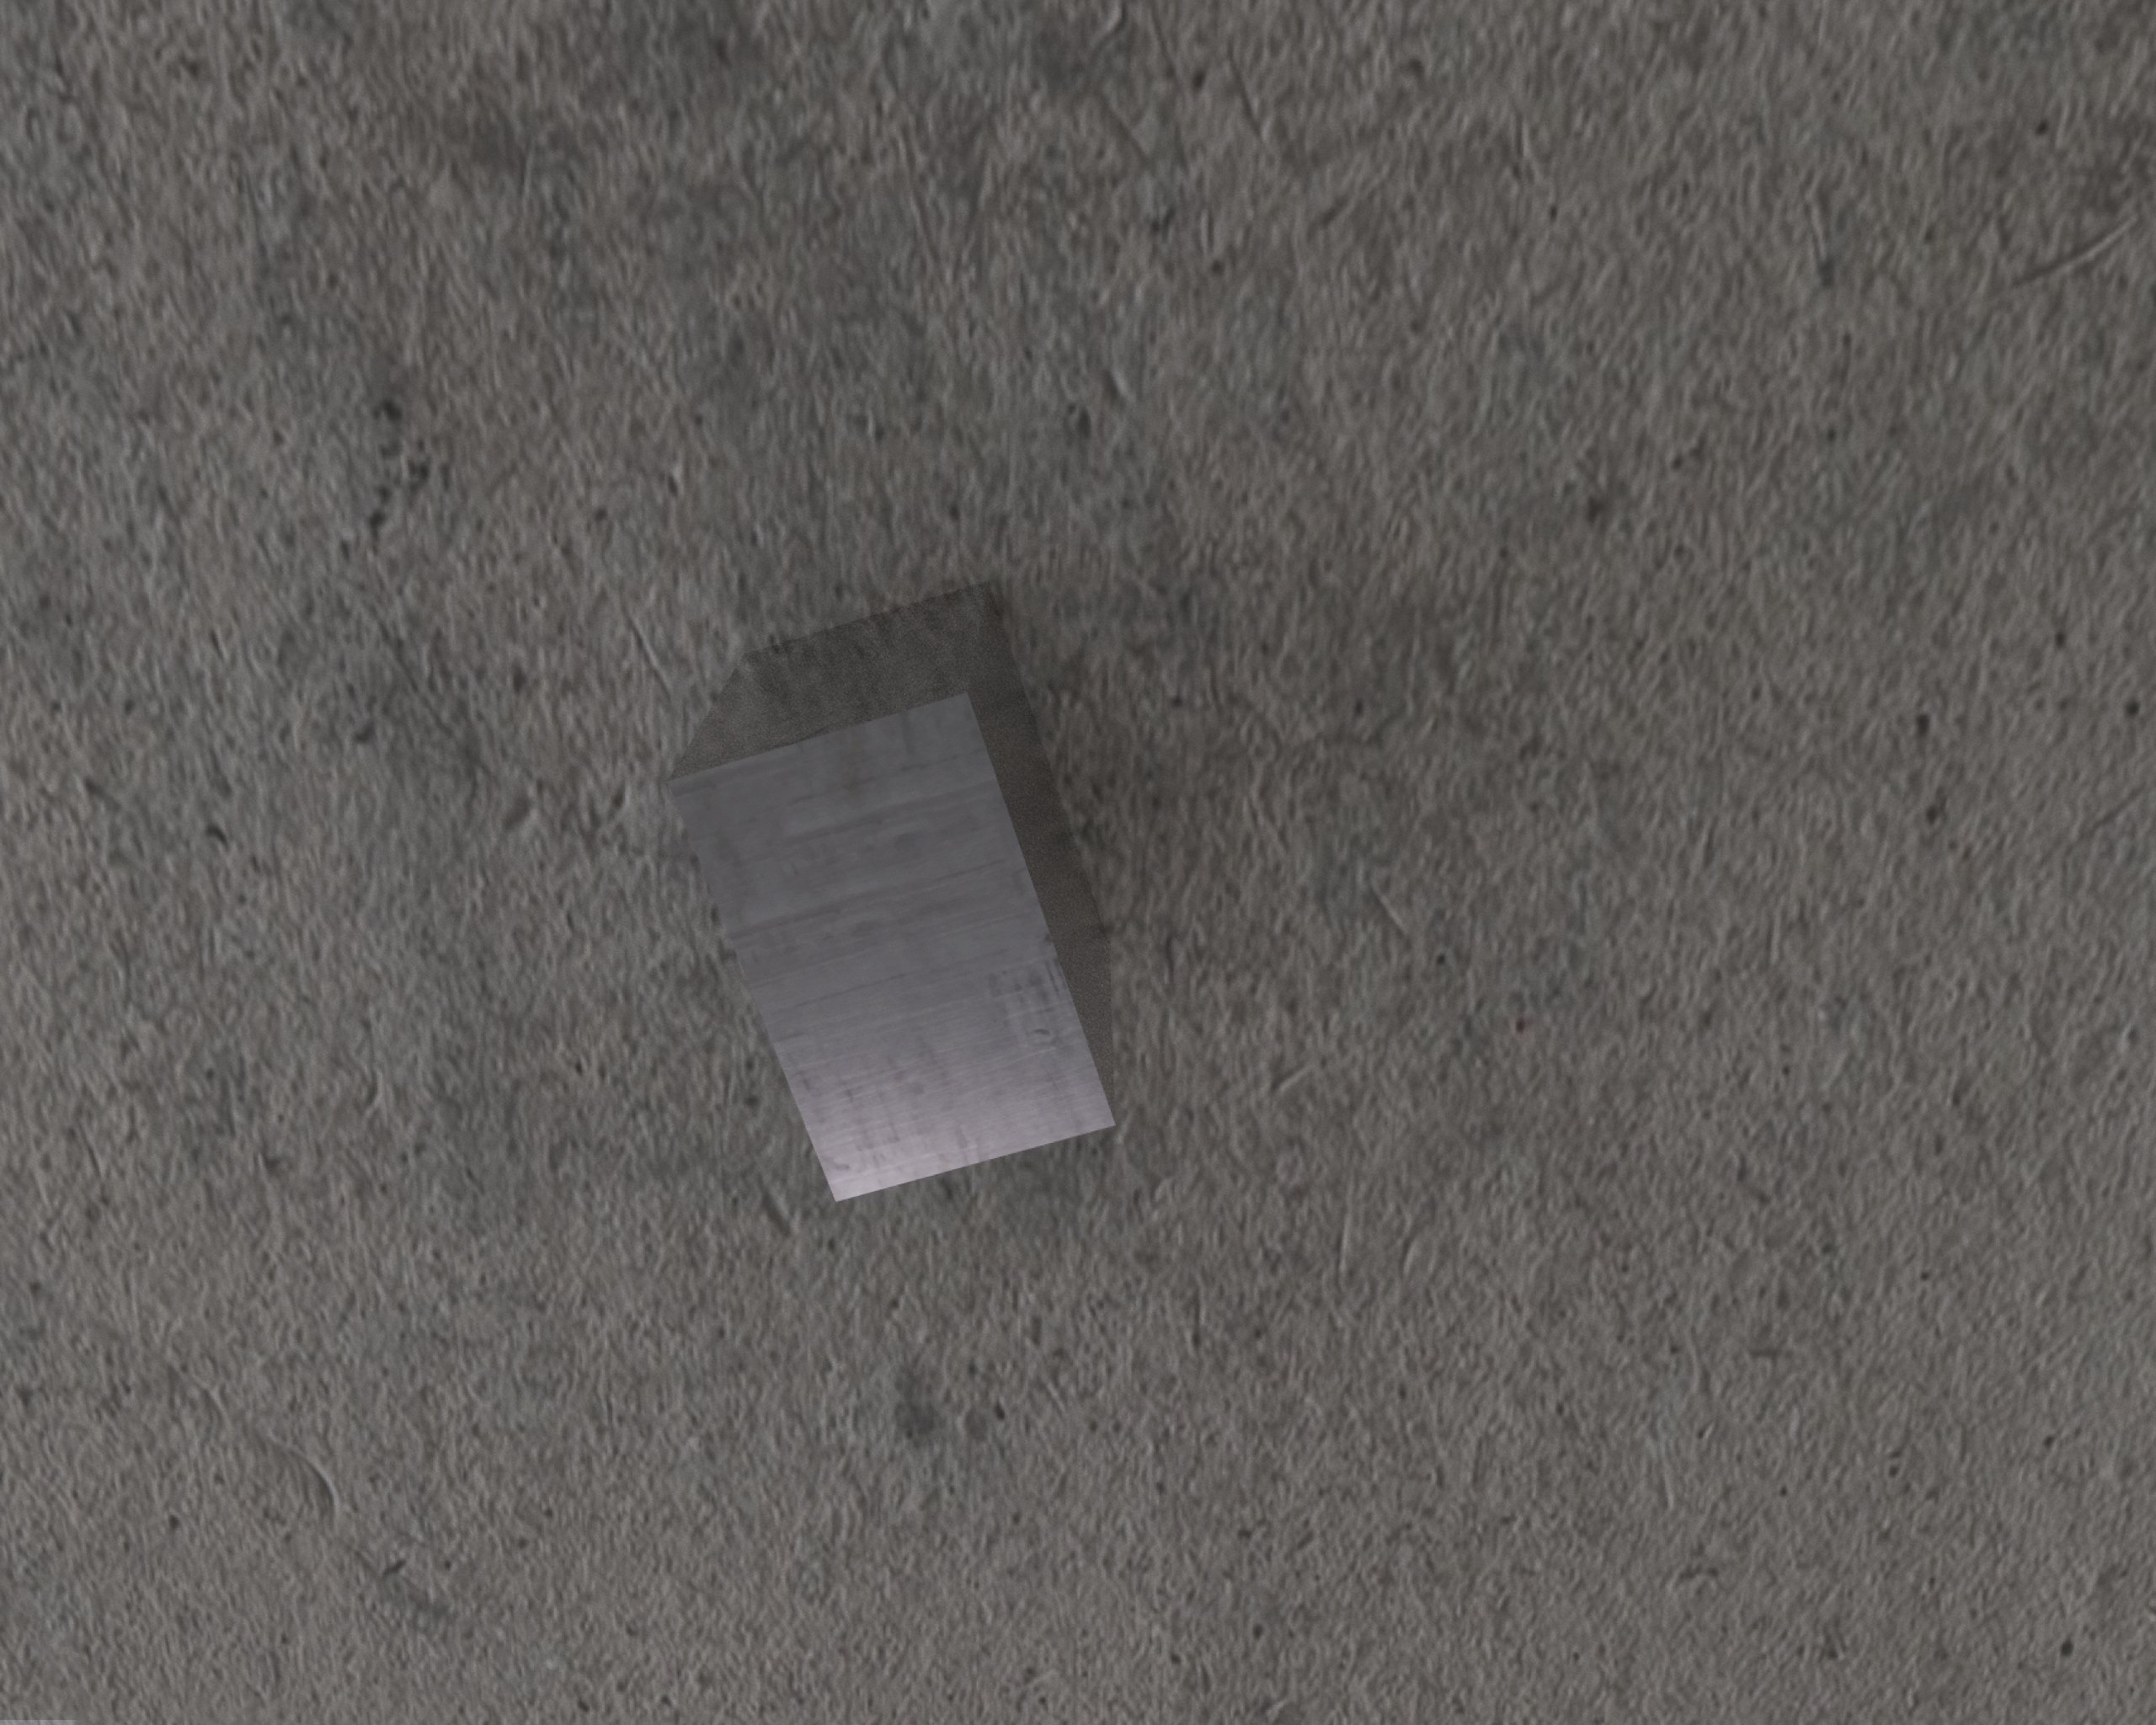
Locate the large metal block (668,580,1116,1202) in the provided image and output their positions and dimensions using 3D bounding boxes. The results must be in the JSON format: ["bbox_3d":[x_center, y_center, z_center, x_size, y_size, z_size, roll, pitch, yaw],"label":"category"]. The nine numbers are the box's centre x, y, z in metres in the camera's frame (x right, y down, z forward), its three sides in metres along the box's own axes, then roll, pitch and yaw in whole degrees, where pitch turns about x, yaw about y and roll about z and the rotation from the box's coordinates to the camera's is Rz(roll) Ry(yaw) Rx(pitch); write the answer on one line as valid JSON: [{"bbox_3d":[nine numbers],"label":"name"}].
[{"bbox_3d":[-0.029,0.002,0.381,0.050,0.080,0.080,-16,109,6],"label":"large metal block"}]
